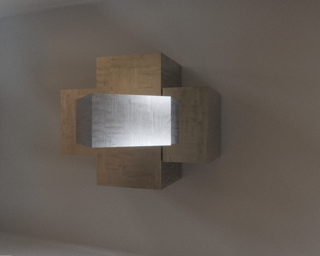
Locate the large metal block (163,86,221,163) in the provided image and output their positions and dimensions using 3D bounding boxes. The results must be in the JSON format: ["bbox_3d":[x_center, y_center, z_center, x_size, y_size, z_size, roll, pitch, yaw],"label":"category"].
[{"bbox_3d":[0.040,-0.004,0.364,0.050,0.080,0.080,0,90,19],"label":"large metal block"}]

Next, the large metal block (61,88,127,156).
[{"bbox_3d":[-0.084,-0.007,0.410,0.050,0.080,0.080,0,90,20],"label":"large metal block"}]

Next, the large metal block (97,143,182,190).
[{"bbox_3d":[-0.023,0.042,0.388,0.080,0.080,0.050,0,90,20],"label":"large metal block"}]

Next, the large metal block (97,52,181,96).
[{"bbox_3d":[-0.023,-0.058,0.388,0.080,0.080,0.050,0,90,20],"label":"large metal block"}]

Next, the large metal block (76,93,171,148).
[{"bbox_3d":[-0.042,-0.007,0.335,0.081,0.080,0.050,0,90,-25],"label":"large metal block"}]
